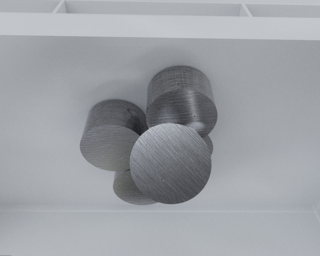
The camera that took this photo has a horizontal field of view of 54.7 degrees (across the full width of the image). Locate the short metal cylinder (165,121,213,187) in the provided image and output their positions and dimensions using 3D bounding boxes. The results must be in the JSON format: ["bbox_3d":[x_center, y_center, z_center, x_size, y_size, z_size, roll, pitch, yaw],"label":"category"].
[{"bbox_3d":[0.022,0.033,0.400,0.081,0.080,0.050,10,129,-9],"label":"short metal cylinder"}]

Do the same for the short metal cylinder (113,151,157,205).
[{"bbox_3d":[-0.025,0.067,0.446,0.081,0.050,0.079,0,130,0],"label":"short metal cylinder"}]

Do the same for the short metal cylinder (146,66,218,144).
[{"bbox_3d":[0.024,-0.026,0.368,0.081,0.050,0.079,0,130,0],"label":"short metal cylinder"}]

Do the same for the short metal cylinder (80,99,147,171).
[{"bbox_3d":[-0.057,0.010,0.398,0.081,0.050,0.079,0,130,0],"label":"short metal cylinder"}]

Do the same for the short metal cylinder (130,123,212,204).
[{"bbox_3d":[0.013,0.035,0.328,0.080,0.050,0.079,0,90,6],"label":"short metal cylinder"}]
